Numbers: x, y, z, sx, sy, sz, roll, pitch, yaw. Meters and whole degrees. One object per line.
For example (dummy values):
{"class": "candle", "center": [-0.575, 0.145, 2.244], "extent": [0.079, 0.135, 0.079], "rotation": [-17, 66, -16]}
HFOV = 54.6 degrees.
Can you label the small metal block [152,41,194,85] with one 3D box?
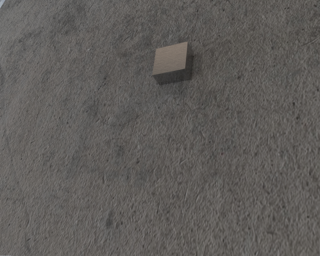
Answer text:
{"class": "small metal block", "center": [0.020, -0.094, 0.452], "extent": [0.050, 0.025, 0.050], "rotation": [-7, 59, 24]}
